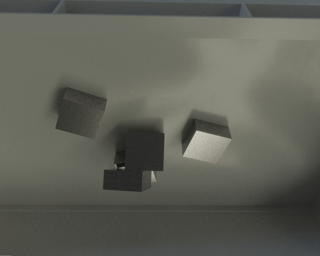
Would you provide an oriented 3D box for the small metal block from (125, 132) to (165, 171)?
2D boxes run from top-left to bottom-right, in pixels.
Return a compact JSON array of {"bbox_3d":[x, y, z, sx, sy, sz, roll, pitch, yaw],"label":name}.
[{"bbox_3d":[-0.020,0.032,0.418,0.050,0.050,0.025,2,174,-3],"label":"small metal block"}]

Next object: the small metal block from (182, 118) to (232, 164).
[{"bbox_3d":[0.063,0.019,0.426,0.050,0.025,0.050,14,129,-12],"label":"small metal block"}]

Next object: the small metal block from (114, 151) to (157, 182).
[{"bbox_3d":[-0.035,0.057,0.458,0.050,0.025,0.050,-10,130,7],"label":"small metal block"}]

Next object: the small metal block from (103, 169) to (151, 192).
[{"bbox_3d":[-0.042,0.068,0.410,0.050,0.025,0.050,1,175,11],"label":"small metal block"}]

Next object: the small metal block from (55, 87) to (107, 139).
[{"bbox_3d":[-0.100,-0.018,0.393,0.050,0.025,0.050,17,128,-15],"label":"small metal block"}]
